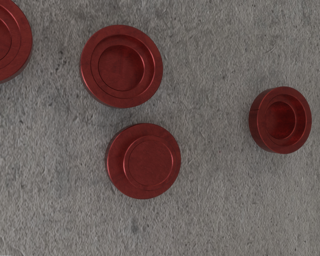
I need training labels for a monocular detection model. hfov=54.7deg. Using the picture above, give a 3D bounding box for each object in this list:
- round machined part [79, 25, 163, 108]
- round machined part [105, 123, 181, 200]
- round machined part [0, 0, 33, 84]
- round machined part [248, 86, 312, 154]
[{"bbox_3d":[-0.049,-0.072,0.381,0.099,0.042,0.097,0,90,-20],"label":"round machined part"},{"bbox_3d":[-0.018,0.042,0.393,0.099,0.042,0.097,0,90,-20],"label":"round machined part"},{"bbox_3d":[-0.189,-0.093,0.330,0.099,0.042,0.097,0,90,-20],"label":"round machined part"},{"bbox_3d":[0.173,-0.011,0.464,0.099,0.042,0.097,0,90,-20],"label":"round machined part"}]
